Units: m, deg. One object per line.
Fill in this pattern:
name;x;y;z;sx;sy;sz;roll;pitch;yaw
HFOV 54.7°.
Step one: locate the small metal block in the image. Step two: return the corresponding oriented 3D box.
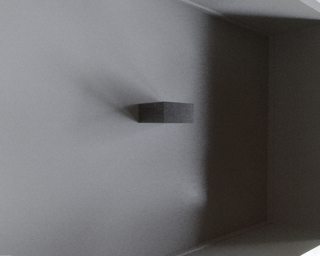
small metal block;0.008;-0.019;0.399;0.050;0.050;0.025;0;90;-40
